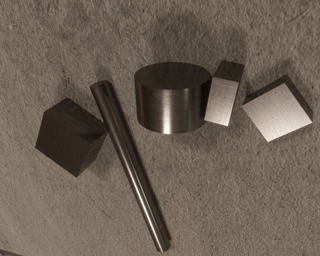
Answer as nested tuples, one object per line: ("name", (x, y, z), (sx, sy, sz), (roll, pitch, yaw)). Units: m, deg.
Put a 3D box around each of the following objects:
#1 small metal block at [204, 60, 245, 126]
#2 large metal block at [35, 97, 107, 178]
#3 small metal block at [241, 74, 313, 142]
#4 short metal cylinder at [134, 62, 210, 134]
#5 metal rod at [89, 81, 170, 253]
("small metal block", (0.069, -0.038, 0.329), (0.025, 0.050, 0.050), (15, 125, 14))
("large metal block", (-0.133, 0.015, 0.468), (0.080, 0.050, 0.079), (35, 129, 4))
("small metal block", (0.124, -0.020, 0.328), (0.050, 0.025, 0.050), (-31, 101, 37))
("short metal cylinder", (0.013, -0.036, 0.341), (0.080, 0.080, 0.050), (12, 123, 21))
("metal rod", (-0.038, 0.072, 0.469), (0.025, 0.025, 0.298), (-5, 116, 30))
